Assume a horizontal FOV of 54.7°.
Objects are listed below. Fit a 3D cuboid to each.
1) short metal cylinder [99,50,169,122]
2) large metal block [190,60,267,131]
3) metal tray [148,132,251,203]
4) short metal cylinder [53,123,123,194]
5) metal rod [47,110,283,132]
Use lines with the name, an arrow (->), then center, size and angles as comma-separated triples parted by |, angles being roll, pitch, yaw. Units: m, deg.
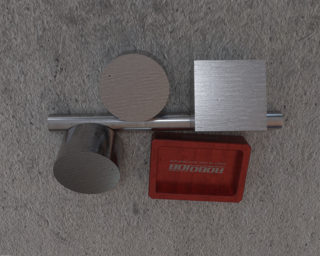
short metal cylinder -> -0.029, -0.053, 0.378 | 0.081, 0.050, 0.079 | 0, 110, 0
large metal block -> 0.079, -0.036, 0.372 | 0.081, 0.050, 0.080 | -1, 89, 0
metal tray -> 0.051, 0.055, 0.428 | 0.131, 0.030, 0.089 | 3, 110, -2
short metal cylinder -> -0.090, 0.040, 0.399 | 0.081, 0.050, 0.079 | -1, 131, -1
metal rod -> 0.007, -0.009, 0.409 | 0.302, 0.025, 0.025 | -1, 110, 0
